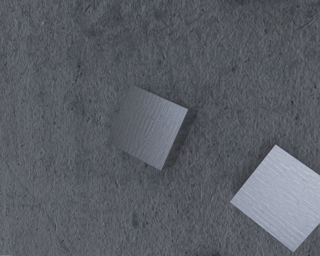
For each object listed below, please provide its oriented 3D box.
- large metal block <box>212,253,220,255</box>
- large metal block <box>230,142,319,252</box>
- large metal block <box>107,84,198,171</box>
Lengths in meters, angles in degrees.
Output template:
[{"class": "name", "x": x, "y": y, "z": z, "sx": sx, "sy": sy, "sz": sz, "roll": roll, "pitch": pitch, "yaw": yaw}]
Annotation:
[{"class": "large metal block", "x": 0.055, "y": 0.215, "z": 0.376, "sx": 0.080, "sy": 0.050, "sz": 0.080, "roll": -35, "pitch": 79, "yaw": 16}, {"class": "large metal block", "x": 0.139, "y": 0.073, "z": 0.347, "sx": 0.080, "sy": 0.050, "sz": 0.080, "roll": 38, "pitch": 102, "yaw": 16}, {"class": "large metal block", "x": -0.009, "y": -0.002, "z": 0.399, "sx": 0.080, "sy": 0.050, "sz": 0.080, "roll": 26, "pitch": 99, "yaw": 18}]
